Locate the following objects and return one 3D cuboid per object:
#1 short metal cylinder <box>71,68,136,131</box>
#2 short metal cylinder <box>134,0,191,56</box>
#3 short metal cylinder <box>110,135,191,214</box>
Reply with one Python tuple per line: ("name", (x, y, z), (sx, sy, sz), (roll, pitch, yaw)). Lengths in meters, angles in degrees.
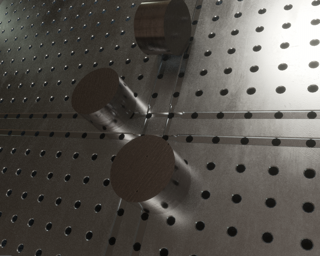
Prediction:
("short metal cylinder", (-0.082, -0.042, 0.460), (0.080, 0.050, 0.080), (-13, 56, 20))
("short metal cylinder", (0.006, -0.149, 0.460), (0.050, 0.080, 0.080), (9, 66, 32))
("short metal cylinder", (-0.010, 0.055, 0.363), (0.080, 0.050, 0.080), (-13, 56, 20))
